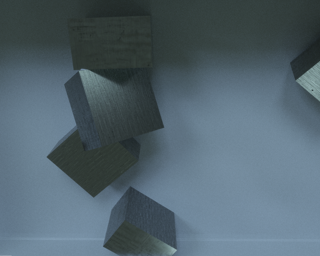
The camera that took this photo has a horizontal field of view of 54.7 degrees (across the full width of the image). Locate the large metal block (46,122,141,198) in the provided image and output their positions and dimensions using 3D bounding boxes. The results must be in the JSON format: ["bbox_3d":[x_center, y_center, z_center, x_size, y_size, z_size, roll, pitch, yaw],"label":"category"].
[{"bbox_3d":[-0.084,0.030,0.408,0.080,0.050,0.080,-40,106,13],"label":"large metal block"}]

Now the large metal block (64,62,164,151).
[{"bbox_3d":[-0.052,-0.025,0.354,0.081,0.050,0.080,-17,90,-35],"label":"large metal block"}]

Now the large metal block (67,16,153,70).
[{"bbox_3d":[-0.049,-0.098,0.345,0.081,0.080,0.050,-2,110,0],"label":"large metal block"}]

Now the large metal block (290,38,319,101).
[{"bbox_3d":[0.216,-0.069,0.363,0.080,0.050,0.080,36,126,-13],"label":"large metal block"}]

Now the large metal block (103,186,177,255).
[{"bbox_3d":[-0.026,0.140,0.433,0.080,0.080,0.050,34,106,-12],"label":"large metal block"}]
